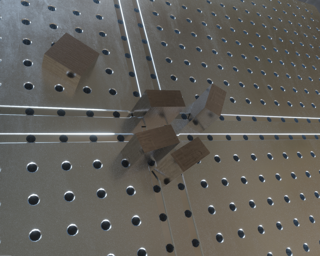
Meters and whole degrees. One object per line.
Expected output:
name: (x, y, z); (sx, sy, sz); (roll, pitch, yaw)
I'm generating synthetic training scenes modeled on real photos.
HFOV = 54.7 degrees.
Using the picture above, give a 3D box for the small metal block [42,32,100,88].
small metal block: (-0.115, -0.088, 0.401); (0.050, 0.025, 0.050); (32, 51, -8)

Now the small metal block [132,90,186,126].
small metal block: (-0.003, -0.026, 0.408); (0.050, 0.050, 0.025); (-3, 63, -30)

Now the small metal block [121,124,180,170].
small metal block: (-0.012, 0.023, 0.373); (0.050, 0.050, 0.025); (-14, 70, -34)

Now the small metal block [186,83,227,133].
small metal block: (0.067, -0.028, 0.447); (0.025, 0.050, 0.050); (30, 52, -10)

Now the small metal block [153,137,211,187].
small metal block: (0.026, 0.042, 0.382); (0.050, 0.050, 0.025); (-28, 78, -38)
